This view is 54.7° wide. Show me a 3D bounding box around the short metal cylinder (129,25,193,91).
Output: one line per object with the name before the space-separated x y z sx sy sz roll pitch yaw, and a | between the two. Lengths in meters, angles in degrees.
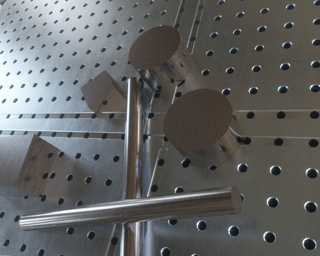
short metal cylinder | 0.002 -0.102 0.454 0.080 0.050 0.080 -13 56 21

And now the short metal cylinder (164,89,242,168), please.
short metal cylinder | 0.051 0.001 0.365 0.080 0.050 0.080 -13 56 21

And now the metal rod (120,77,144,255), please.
metal rod | -0.033 0.058 0.390 0.025 0.025 0.299 -15 56 20

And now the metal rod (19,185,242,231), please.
metal rod | -0.057 0.096 0.348 0.300 0.025 0.025 -15 55 31

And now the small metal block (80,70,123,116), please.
small metal block | -0.093 -0.056 0.492 0.050 0.025 0.050 -35 51 5

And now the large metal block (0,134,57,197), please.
large metal block | -0.215 0.058 0.470 0.080 0.050 0.080 -5 59 25
